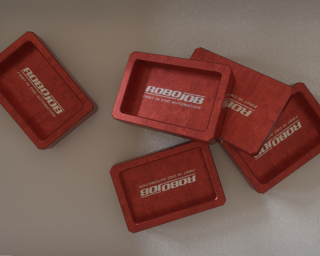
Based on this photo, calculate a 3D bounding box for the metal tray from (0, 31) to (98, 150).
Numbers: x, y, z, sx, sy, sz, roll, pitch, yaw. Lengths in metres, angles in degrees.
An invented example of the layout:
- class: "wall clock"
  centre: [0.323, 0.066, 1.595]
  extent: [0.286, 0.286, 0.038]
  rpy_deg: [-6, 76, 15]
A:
- class: "metal tray"
  centre: [-0.158, -0.048, 0.407]
  extent: [0.090, 0.030, 0.130]
  rpy_deg: [-40, 90, 0]

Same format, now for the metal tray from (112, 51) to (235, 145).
- class: "metal tray"
  centre: [0.015, -0.038, 0.376]
  extent: [0.130, 0.030, 0.090]
  rpy_deg: [14, 84, 21]

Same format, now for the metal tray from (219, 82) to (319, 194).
- class: "metal tray"
  centre: [0.155, 0.013, 0.409]
  extent: [0.130, 0.030, 0.090]
  rpy_deg: [-36, 90, 0]

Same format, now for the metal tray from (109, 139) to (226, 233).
- class: "metal tray"
  centre: [0.010, 0.073, 0.408]
  extent: [0.131, 0.030, 0.090]
  rpy_deg: [-17, 90, 0]

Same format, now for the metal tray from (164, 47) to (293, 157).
- class: "metal tray"
  centre: [0.082, -0.034, 0.385]
  extent: [0.130, 0.030, 0.090]
  rpy_deg: [30, 90, 22]
